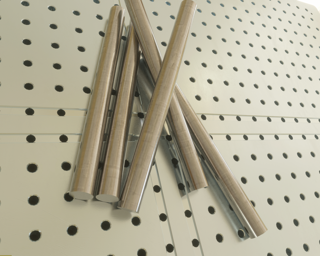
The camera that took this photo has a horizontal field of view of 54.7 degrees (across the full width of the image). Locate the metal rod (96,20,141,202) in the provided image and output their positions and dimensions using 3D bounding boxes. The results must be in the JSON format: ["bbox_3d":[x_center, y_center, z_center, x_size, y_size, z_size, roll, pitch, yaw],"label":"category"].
[{"bbox_3d":[-0.046,-0.049,0.414,0.025,0.025,0.300,18,55,-19],"label":"metal rod"}]

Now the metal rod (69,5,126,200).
[{"bbox_3d":[-0.074,-0.055,0.403,0.025,0.025,0.300,17,55,-19],"label":"metal rod"}]

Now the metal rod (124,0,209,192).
[{"bbox_3d":[0.004,-0.060,0.428,0.025,0.025,0.299,-9,73,-33],"label":"metal rod"}]

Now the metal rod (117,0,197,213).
[{"bbox_3d":[0.004,-0.044,0.394,0.025,0.025,0.299,23,67,-15],"label":"metal rod"}]

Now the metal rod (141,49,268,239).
[{"bbox_3d":[0.054,0.010,0.433,0.025,0.025,0.299,-19,72,-36],"label":"metal rod"}]
